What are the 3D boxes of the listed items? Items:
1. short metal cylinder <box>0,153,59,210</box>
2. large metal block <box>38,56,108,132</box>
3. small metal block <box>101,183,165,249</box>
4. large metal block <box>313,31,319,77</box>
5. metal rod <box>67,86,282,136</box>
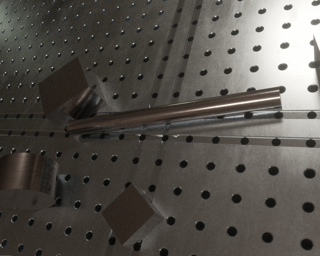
[{"bbox_3d":[-0.181,0.074,0.420,0.080,0.080,0.050,-16,55,18],"label":"short metal cylinder"},{"bbox_3d":[-0.141,-0.054,0.497,0.080,0.050,0.080,-33,52,6],"label":"large metal block"},{"bbox_3d":[-0.032,0.102,0.361,0.050,0.025,0.050,-44,51,-3],"label":"small metal block"},{"bbox_3d":[0.213,-0.066,0.321,0.080,0.050,0.080,-13,56,20],"label":"large metal block"},{"bbox_3d":[0.002,-0.018,0.416,0.301,0.025,0.025,-7,59,23],"label":"metal rod"}]
